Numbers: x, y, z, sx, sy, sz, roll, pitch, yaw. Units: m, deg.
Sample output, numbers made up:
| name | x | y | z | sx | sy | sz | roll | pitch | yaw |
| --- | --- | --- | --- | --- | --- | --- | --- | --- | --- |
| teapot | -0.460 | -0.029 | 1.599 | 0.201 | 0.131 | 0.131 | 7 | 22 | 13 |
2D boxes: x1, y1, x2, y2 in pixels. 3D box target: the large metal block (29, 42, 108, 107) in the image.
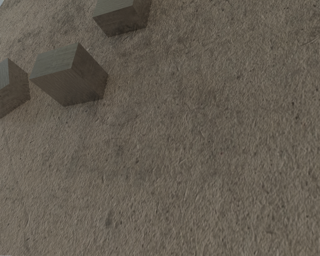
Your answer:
| name | x | y | z | sx | sy | sz | roll | pitch | yaw |
| --- | --- | --- | --- | --- | --- | --- | --- | --- | --- |
| large metal block | -0.142 | -0.082 | 0.493 | 0.080 | 0.080 | 0.050 | -9 | 58 | 24 |

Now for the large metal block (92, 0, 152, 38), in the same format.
| name | x | y | z | sx | sy | sz | roll | pitch | yaw |
| --- | --- | --- | --- | --- | --- | --- | --- | --- | --- |
| large metal block | -0.065 | -0.218 | 0.556 | 0.080 | 0.050 | 0.080 | -6 | 59 | 25 |

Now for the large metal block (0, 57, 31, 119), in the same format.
| name | x | y | z | sx | sy | sz | roll | pitch | yaw |
| --- | --- | --- | --- | --- | --- | --- | --- | --- | --- |
| large metal block | -0.301 | -0.074 | 0.591 | 0.080 | 0.050 | 0.080 | -31 | 52 | 8 |
